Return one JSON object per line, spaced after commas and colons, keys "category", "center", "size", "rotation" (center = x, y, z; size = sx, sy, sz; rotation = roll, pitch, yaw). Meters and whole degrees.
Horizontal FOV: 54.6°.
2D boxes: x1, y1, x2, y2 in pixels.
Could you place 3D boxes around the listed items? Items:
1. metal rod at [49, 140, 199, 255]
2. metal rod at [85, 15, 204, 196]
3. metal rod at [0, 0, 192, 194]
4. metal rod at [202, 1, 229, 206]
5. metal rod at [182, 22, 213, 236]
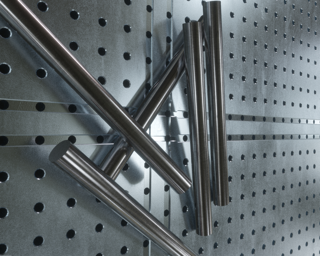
{"category": "metal rod", "center": [-0.016, 0.115, 0.372], "size": [0.300, 0.025, 0.025], "rotation": [51, 60, -36]}
{"category": "metal rod", "center": [-0.002, -0.043, 0.406], "size": [0.025, 0.025, 0.300], "rotation": [47, 62, -30]}
{"category": "metal rod", "center": [-0.065, -0.031, 0.330], "size": [0.300, 0.025, 0.025], "rotation": [48, 62, -21]}
{"category": "metal rod", "center": [0.084, -0.028, 0.458], "size": [0.025, 0.025, 0.298], "rotation": [-15, 105, -39]}
{"category": "metal rod", "center": [0.054, 0.010, 0.433], "size": [0.025, 0.025, 0.298], "rotation": [-15, 106, -39]}
